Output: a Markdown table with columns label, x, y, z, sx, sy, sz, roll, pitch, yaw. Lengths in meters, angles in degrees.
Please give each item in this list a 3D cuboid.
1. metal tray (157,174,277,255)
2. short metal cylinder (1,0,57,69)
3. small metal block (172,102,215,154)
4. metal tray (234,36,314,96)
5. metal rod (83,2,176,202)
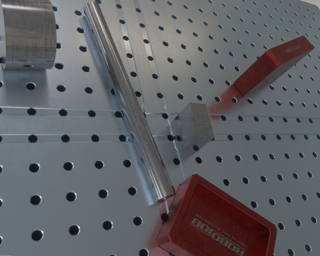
| label | x | y | z | sx | sy | sz | roll | pitch | yaw |
| --- | --- | --- | --- | --- | --- | --- | --- | --- | --- |
| metal tray | 0.072 | 0.126 | 0.366 | 0.130 | 0.030 | 0.090 | 34 | 51 | -6 |
| short metal cylinder | -0.155 | -0.108 | 0.356 | 0.050 | 0.080 | 0.080 | -6 | 65 | -31 |
| small metal block | 0.043 | 0.001 | 0.415 | 0.025 | 0.050 | 0.050 | 5 | 60 | -26 |
| metal tray | 0.199 | -0.109 | 0.540 | 0.131 | 0.090 | 0.030 | -27 | 77 | -37 |
| metal rod | -0.047 | -0.048 | 0.412 | 0.025 | 0.025 | 0.299 | -10 | 67 | -32 |
